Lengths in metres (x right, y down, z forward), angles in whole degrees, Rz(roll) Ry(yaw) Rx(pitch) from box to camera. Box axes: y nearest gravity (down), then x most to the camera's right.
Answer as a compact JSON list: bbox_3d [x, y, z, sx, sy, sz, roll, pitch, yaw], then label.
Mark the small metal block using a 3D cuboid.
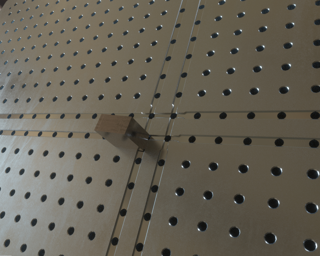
[{"bbox_3d":[-0.050,0.006,0.416,0.050,0.050,0.025,6,65,31],"label":"small metal block"}]
